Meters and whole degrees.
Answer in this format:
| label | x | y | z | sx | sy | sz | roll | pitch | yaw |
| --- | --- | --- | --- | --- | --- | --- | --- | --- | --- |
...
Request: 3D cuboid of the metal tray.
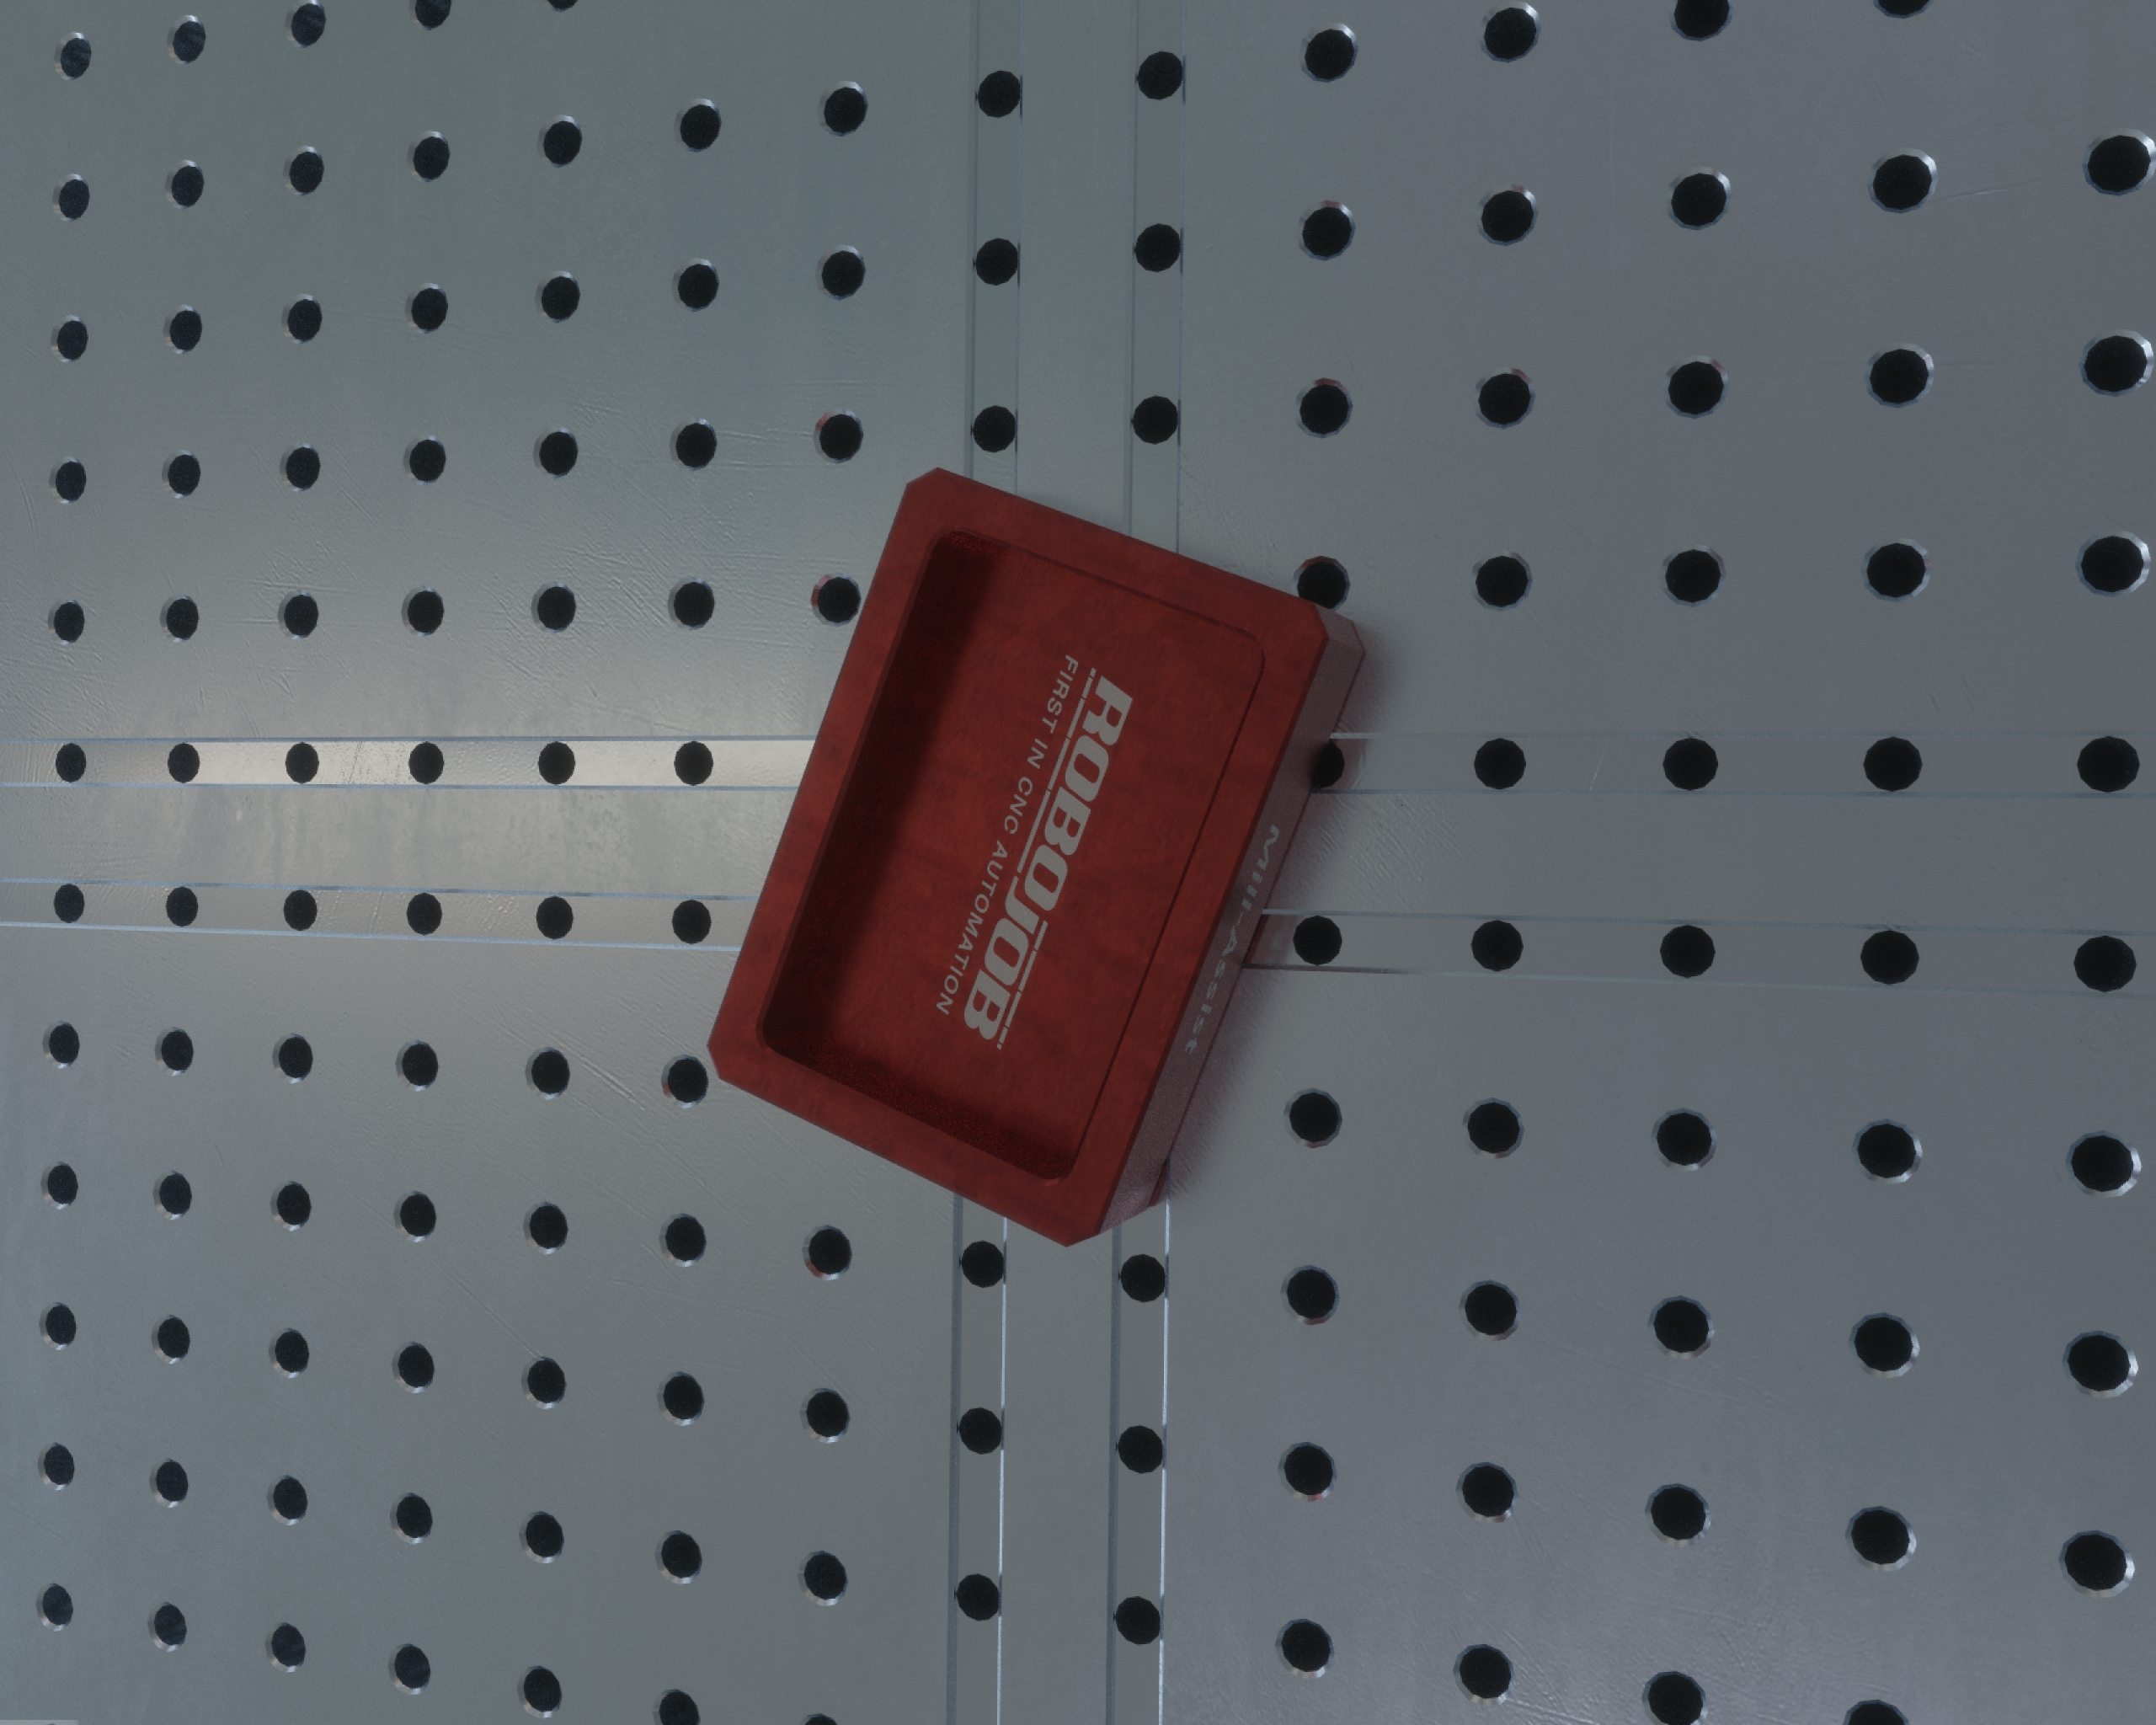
| label | x | y | z | sx | sy | sz | roll | pitch | yaw |
| --- | --- | --- | --- | --- | --- | --- | --- | --- | --- |
| metal tray | -0.010 | -0.002 | 0.413 | 0.090 | 0.030 | 0.129 | 23 | 98 | 18 |
